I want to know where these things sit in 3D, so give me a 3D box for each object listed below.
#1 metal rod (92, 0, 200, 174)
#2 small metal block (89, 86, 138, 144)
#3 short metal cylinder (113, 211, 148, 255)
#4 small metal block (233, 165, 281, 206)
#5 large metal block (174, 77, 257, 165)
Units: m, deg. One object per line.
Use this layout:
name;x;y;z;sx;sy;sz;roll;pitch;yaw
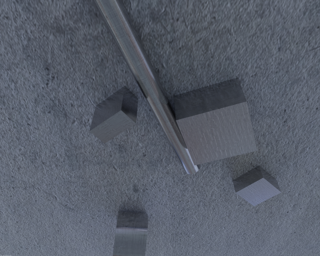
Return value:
metal rod;-0.009;-0.046;0.367;0.025;0.025;0.299;-18;128;14
small metal block;-0.055;-0.017;0.376;0.050;0.050;0.025;-31;124;23
short metal cylinder;-0.051;0.184;0.528;0.050;0.080;0.079;7;130;-6
small metal block;0.152;0.092;0.488;0.050;0.025;0.050;37;121;-28
large metal block;0.069;-0.006;0.387;0.080;0.050;0.080;-15;129;12
